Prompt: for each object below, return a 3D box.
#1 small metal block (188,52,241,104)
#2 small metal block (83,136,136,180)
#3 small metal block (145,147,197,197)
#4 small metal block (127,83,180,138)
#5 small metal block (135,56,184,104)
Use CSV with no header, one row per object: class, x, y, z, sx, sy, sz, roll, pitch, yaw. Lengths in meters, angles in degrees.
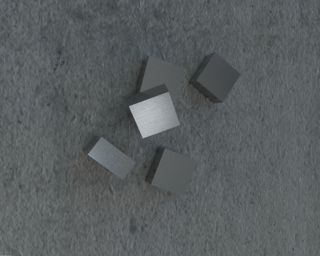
small metal block,0.078,-0.070,0.439,0.050,0.025,0.050,37,78,-17
small metal block,-0.062,0.035,0.373,0.050,0.050,0.025,40,77,-16
small metal block,0.015,0.058,0.416,0.050,0.025,0.050,24,82,-19
small metal block,-0.008,-0.021,0.390,0.050,0.025,0.050,-20,123,1
small metal block,-0.001,-0.062,0.409,0.050,0.025,0.050,15,85,-20
